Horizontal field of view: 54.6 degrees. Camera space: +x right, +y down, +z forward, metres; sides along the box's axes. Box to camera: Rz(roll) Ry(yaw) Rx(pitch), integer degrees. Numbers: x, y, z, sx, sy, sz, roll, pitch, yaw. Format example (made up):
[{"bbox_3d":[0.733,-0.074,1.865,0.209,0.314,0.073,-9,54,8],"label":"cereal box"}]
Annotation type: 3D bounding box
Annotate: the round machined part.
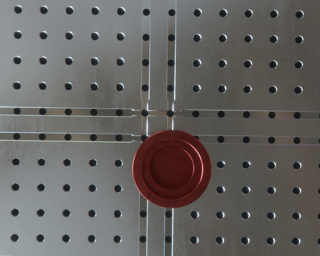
[{"bbox_3d":[0.015,0.051,0.405,0.099,0.042,0.097,0,90,0],"label":"round machined part"}]
